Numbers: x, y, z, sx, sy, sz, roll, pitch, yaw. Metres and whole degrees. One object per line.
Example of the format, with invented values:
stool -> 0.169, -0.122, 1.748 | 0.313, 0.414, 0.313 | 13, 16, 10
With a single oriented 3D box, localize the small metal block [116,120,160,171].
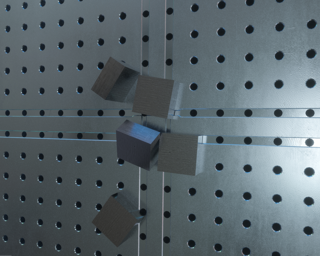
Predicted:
small metal block -> -0.029, 0.023, 0.409 | 0.050, 0.025, 0.050 | 21, 133, 18

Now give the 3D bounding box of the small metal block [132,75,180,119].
small metal block -> -0.005, -0.041, 0.414 | 0.050, 0.025, 0.050 | 12, 94, 19

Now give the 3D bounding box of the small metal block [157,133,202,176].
small metal block -> 0.026, 0.033, 0.403 | 0.050, 0.025, 0.050 | 5, 92, 19

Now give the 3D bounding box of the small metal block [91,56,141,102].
small metal block -> -0.058, -0.064, 0.419 | 0.025, 0.050, 0.050 | 36, 101, 16

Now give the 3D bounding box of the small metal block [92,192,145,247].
small metal block -> -0.058, 0.127, 0.432 | 0.050, 0.025, 0.050 | 39, 102, 15
